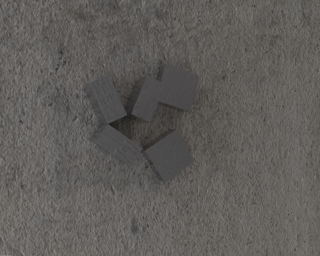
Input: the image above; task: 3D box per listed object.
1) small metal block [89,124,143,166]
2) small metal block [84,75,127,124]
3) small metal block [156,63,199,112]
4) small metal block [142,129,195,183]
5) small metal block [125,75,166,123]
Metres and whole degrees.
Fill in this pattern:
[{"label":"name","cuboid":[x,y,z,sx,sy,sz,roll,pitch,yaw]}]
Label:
[{"label":"small metal block","cuboid":[-0.055,0.020,0.376,0.050,0.050,0.025,37,78,-17]},{"label":"small metal block","cuboid":[-0.067,-0.032,0.371,0.025,0.050,0.050,-26,99,-18]},{"label":"small metal block","cuboid":[0.020,-0.053,0.416,0.050,0.025,0.050,16,85,-20]},{"label":"small metal block","cuboid":[0.010,0.036,0.412,0.050,0.025,0.050,-34,101,-17]},{"label":"small metal block","cuboid":[-0.022,-0.035,0.387,0.025,0.050,0.050,25,82,-19]}]
